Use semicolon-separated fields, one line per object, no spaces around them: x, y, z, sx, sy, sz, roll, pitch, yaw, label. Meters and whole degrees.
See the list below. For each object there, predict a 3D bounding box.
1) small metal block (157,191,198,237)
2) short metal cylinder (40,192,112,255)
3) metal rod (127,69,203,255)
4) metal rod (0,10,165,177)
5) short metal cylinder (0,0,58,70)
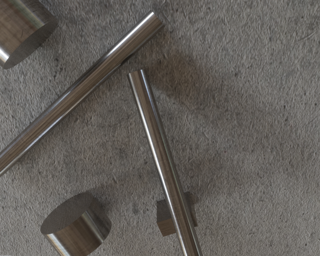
0.023;0.122;0.441;0.050;0.050;0.025;-19;109;7;small metal block
-0.115;0.135;0.429;0.080;0.080;0.050;-26;108;9;short metal cylinder
0.014;0.073;0.396;0.025;0.025;0.298;-17;94;6;metal rod
-0.115;-0.035;0.395;0.300;0.025;0.025;-40;106;13;metal rod
-0.160;-0.110;0.338;0.080;0.080;0.050;-40;106;13;short metal cylinder
